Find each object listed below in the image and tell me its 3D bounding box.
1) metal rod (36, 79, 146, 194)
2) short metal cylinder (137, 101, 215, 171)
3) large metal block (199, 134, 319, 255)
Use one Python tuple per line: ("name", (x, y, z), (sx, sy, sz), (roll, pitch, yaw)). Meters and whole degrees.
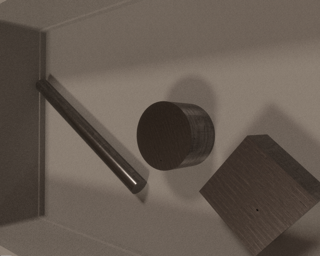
("metal rod", (-0.126, 0.000, 0.507), (0.300, 0.025, 0.025), (40, 114, 32))
("short metal cylinder", (0.018, 0.009, 0.374), (0.080, 0.050, 0.079), (0, 90, 39))
("large metal block", (0.100, 0.063, 0.307), (0.080, 0.050, 0.080), (49, 119, 28))
